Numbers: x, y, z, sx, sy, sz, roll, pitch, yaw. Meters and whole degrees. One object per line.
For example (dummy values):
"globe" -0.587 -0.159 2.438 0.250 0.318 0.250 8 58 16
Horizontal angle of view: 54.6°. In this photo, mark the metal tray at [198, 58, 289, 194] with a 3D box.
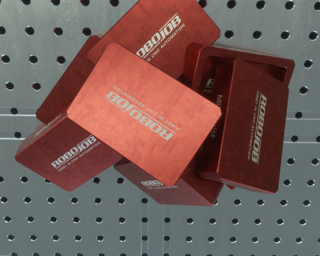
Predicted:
"metal tray" 0.096 0.000 0.344 0.091 0.030 0.130 19 74 -29

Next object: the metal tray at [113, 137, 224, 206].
"metal tray" 0.005 0.058 0.385 0.090 0.130 0.030 41 63 -15

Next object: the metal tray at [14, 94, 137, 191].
"metal tray" -0.105 0.023 0.394 0.130 0.030 0.090 -33 123 23

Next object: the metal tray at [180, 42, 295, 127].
"metal tray" 0.090 -0.047 0.370 0.131 0.030 0.089 2 111 -22

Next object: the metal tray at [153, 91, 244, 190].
"metal tray" 0.050 0.007 0.382 0.130 0.090 0.030 43 105 -13

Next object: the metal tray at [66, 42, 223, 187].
"metal tray" -0.016 -0.014 0.311 0.130 0.030 0.090 34 93 9

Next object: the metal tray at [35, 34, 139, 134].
"metal tray" -0.083 -0.041 0.394 0.090 0.030 0.130 37 106 -13

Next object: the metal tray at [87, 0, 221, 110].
"metal tray" -0.007 -0.096 0.355 0.130 0.030 0.090 -45 107 0
